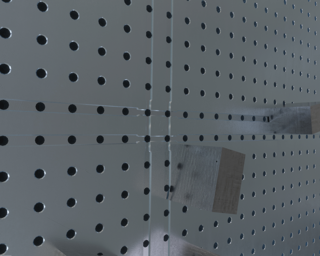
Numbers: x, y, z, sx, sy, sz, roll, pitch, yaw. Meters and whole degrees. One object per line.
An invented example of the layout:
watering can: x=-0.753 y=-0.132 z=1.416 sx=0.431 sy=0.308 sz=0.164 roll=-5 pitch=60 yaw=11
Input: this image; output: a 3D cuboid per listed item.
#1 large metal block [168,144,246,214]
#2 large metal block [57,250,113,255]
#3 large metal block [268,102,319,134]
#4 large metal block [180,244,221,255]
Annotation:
large metal block: x=0.063 y=0.068 z=0.425 sx=0.050 sy=0.080 sz=0.080 roll=18 pitch=79 yaw=-39
large metal block: x=-0.075 y=0.183 z=0.330 sx=0.080 sy=0.050 sz=0.080 roll=25 pitch=74 yaw=-37
large metal block: x=0.269 y=-0.020 z=0.597 sx=0.081 sy=0.080 sz=0.050 roll=-12 pitch=98 yaw=-39
large metal block: x=0.054 y=0.214 z=0.418 sx=0.081 sy=0.080 sz=0.050 roll=-32 pitch=110 yaw=-35
